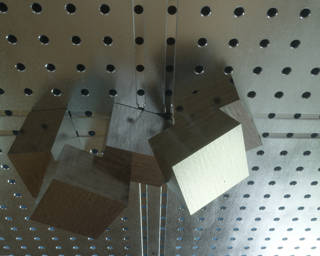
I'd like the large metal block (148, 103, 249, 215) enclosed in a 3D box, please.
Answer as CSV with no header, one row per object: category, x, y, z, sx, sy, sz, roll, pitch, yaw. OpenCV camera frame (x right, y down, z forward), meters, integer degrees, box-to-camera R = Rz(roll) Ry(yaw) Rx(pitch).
large metal block,0.044,0.033,0.334,0.080,0.050,0.080,-31,130,-13

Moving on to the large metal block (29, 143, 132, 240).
large metal block,-0.089,0.074,0.351,0.080,0.050,0.080,25,125,-20

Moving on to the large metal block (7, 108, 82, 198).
large metal block,-0.142,0.032,0.400,0.050,0.080,0.080,-5,130,4

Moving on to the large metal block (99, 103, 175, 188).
large metal block,-0.029,0.021,0.392,0.081,0.080,0.050,15,129,-13

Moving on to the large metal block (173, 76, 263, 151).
large metal block,0.072,-0.006,0.391,0.080,0.050,0.080,-24,127,18
